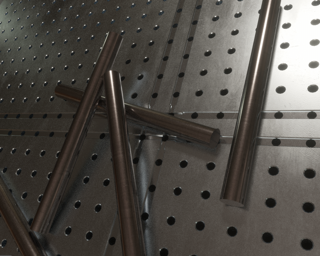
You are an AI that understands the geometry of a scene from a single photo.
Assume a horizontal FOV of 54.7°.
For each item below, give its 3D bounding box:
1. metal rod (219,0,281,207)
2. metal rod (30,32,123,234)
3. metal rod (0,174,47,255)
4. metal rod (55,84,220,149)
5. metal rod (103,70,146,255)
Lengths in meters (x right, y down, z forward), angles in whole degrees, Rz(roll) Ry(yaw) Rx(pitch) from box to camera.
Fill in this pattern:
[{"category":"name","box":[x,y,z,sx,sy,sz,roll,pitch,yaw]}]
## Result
[{"category":"metal rod","box":[0.117,-0.054,0.379,0.025,0.025,0.300,4,63,30]},{"category":"metal rod","box":[-0.114,-0.003,0.442,0.025,0.025,0.299,9,74,32]},{"category":"metal rod","box":[-0.191,0.137,0.422,0.025,0.025,0.300,-49,52,-7]},{"category":"metal rod","box":[-0.053,-0.026,0.450,0.300,0.025,0.025,18,71,34]},{"category":"metal rod","box":[-0.044,0.053,0.377,0.025,0.025,0.299,-20,60,16]}]
